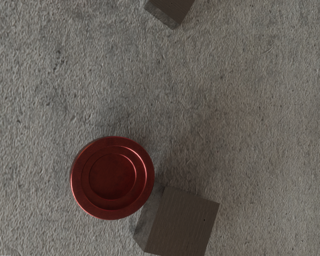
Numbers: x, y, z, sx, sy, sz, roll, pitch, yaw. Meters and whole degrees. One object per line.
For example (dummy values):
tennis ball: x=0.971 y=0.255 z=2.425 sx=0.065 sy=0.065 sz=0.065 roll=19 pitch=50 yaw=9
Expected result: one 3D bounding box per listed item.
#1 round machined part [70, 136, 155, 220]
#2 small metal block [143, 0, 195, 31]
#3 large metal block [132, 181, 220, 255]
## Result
round machined part: x=-0.060 y=0.058 z=0.379 sx=0.099 sy=0.042 sz=0.097 roll=0 pitch=90 yaw=-21
small metal block: x=0.014 y=-0.169 z=0.415 sx=0.050 sy=0.025 sz=0.050 roll=32 pitch=79 yaw=-18
large metal block: x=0.021 y=0.121 z=0.405 sx=0.080 sy=0.050 sz=0.080 roll=21 pitch=83 yaw=-19
